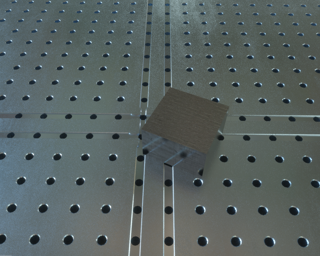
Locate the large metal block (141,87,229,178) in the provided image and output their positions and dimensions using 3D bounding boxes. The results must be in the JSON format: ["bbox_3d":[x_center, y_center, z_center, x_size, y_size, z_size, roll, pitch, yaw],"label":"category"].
[{"bbox_3d":[0.032,0.003,0.389,0.080,0.050,0.080,20,53,16],"label":"large metal block"}]
